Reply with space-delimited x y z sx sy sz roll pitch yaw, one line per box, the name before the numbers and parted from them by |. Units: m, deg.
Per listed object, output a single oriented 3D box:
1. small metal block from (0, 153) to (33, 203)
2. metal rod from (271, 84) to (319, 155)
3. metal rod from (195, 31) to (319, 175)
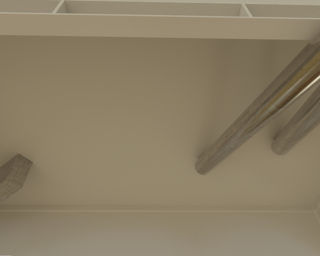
small metal block | -0.219 0.073 0.451 0.050 0.050 0.025 -32 123 24
metal rod | 0.153 -0.021 0.297 0.025 0.025 0.300 -6 161 5
metal rod | 0.090 -0.001 0.328 0.025 0.025 0.299 8 156 -7
